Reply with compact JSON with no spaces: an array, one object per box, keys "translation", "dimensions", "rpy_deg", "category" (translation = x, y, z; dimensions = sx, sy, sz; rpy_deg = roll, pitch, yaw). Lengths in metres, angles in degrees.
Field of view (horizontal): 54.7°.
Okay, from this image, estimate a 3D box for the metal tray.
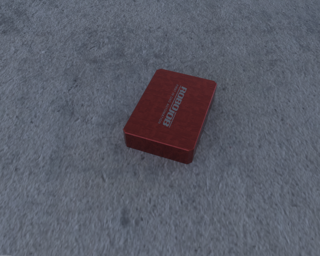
[{"translation":[0.017,-0.021,0.418],"dimensions":[0.090,0.030,0.130],"rpy_deg":[16,52,12],"category":"metal tray"}]
